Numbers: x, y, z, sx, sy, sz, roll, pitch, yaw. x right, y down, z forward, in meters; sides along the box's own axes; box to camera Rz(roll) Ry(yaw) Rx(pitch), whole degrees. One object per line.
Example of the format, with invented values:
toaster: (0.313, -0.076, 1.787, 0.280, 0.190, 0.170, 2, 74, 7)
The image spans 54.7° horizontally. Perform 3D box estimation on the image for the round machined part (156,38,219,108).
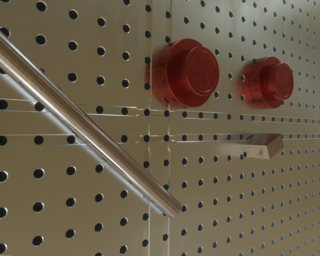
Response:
round machined part: (0.046, -0.077, 0.436, 0.099, 0.042, 0.097, 0, 90, -40)

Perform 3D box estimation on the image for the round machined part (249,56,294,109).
round machined part: (0.212, -0.085, 0.576, 0.099, 0.042, 0.097, 0, 90, -40)

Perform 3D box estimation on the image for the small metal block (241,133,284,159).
small metal block: (0.180, 0.031, 0.543, 0.050, 0.050, 0.025, -28, 108, -36)

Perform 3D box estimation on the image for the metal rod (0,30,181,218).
metal rod: (-0.069, 0.015, 0.351, 0.300, 0.025, 0.025, 48, 62, -29)
